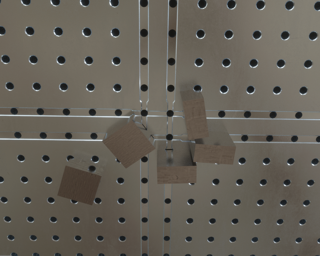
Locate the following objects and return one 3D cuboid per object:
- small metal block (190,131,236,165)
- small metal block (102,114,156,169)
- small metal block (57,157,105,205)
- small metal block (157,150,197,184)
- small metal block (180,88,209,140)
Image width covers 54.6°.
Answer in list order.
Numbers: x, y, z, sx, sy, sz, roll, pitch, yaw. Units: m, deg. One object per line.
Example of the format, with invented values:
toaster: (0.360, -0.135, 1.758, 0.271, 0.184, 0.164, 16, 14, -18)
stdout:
small metal block: (0.068, 0.024, 0.409, 0.050, 0.050, 0.025, 4, 110, -2)
small metal block: (-0.041, 0.018, 0.420, 0.050, 0.025, 0.050, -35, 107, 12)
small metal block: (-0.112, 0.076, 0.440, 0.050, 0.025, 0.050, 18, 109, -7)
small metal block: (0.022, 0.051, 0.419, 0.050, 0.050, 0.025, -1, 110, 0)
small metal block: (0.043, -0.019, 0.393, 0.025, 0.050, 0.050, -10, 110, 4)
